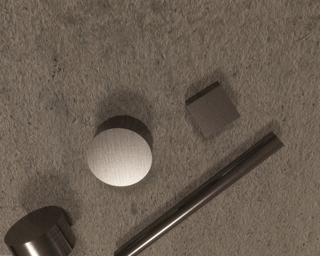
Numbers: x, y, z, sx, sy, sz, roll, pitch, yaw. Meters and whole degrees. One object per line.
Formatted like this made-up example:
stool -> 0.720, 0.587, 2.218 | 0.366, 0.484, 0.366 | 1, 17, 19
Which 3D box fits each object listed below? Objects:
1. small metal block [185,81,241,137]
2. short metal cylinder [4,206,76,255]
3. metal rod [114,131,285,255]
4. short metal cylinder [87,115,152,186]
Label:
small metal block -> 0.068, -0.025, 0.402 | 0.050, 0.025, 0.050 | -32, 107, 11
short metal cylinder -> -0.166, 0.155, 0.435 | 0.080, 0.080, 0.050 | -17, 110, 6
metal rod -> 0.048, 0.108, 0.450 | 0.300, 0.025, 0.025 | -40, 106, 13
short metal cylinder -> -0.050, 0.029, 0.406 | 0.081, 0.050, 0.079 | 0, 110, -1
